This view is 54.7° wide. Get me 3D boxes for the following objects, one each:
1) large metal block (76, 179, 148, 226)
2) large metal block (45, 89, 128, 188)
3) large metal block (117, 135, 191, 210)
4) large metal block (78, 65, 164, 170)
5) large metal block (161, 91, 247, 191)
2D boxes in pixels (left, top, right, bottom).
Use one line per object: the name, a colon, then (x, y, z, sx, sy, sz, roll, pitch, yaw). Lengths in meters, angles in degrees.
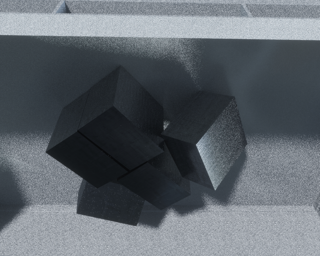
large metal block: (-0.070, 0.091, 0.439, 0.081, 0.080, 0.050, 17, 93, -15)
large metal block: (-0.082, 0.013, 0.382, 0.050, 0.080, 0.080, -30, 124, 23)
large metal block: (-0.007, 0.048, 0.411, 0.050, 0.080, 0.080, -34, 123, 25)
large metal block: (-0.040, -0.012, 0.360, 0.050, 0.080, 0.080, -31, 124, 23)
large metal block: (0.057, 0.014, 0.375, 0.050, 0.080, 0.080, 16, 144, 41)
